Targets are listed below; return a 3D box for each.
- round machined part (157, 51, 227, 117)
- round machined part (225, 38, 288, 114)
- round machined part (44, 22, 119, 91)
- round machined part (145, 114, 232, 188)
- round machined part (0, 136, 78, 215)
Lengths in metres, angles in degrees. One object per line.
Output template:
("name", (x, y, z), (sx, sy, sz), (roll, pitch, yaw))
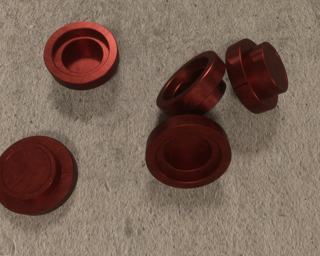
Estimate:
("round machined part", (0.045, -0.049, 0.397), (0.042, 0.098, 0.098), (44, 72, -21))
("round machined part", (0.129, -0.070, 0.397), (0.042, 0.099, 0.098), (-22, 64, 39))
("round machined part", (-0.106, -0.096, 0.433), (0.099, 0.042, 0.098), (0, 70, -1))
("round machined part", (0.032, 0.024, 0.371), (0.099, 0.097, 0.042), (0, 35, 0))
("round machined part", (-0.155, 0.055, 0.377), (0.099, 0.042, 0.098), (0, 70, -1))
